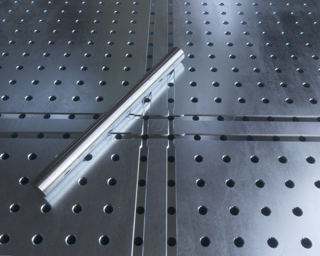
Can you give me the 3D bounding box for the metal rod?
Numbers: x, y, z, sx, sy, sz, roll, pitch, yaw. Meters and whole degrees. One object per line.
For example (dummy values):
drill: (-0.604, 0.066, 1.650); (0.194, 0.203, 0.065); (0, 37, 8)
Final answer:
metal rod: (-0.054, -0.026, 0.429); (0.025, 0.025, 0.301); (27, 55, 21)
